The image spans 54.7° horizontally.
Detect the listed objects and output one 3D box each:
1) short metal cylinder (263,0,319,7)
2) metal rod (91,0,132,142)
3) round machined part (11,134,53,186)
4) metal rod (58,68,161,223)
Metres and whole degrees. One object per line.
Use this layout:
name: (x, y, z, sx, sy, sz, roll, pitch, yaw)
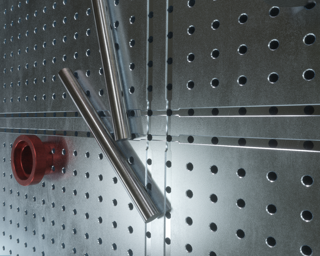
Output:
short metal cylinder: (0.128, -0.146, 0.267, 0.080, 0.081, 0.050, -6, 87, 40)
metal rod: (-0.081, -0.127, 0.476, 0.025, 0.025, 0.299, -18, 78, 38)
round machined part: (-0.246, 0.061, 0.602, 0.098, 0.042, 0.097, 0, 90, 40)
metal rod: (-0.089, 0.012, 0.482, 0.025, 0.025, 0.300, -51, 60, 28)
